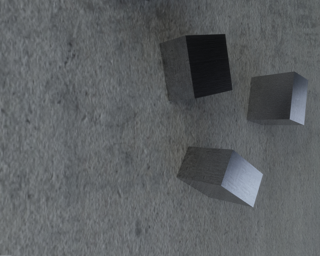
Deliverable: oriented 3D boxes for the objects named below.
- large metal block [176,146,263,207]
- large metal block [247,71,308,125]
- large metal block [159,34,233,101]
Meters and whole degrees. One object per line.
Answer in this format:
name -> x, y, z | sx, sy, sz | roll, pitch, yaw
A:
large metal block -> 0.086, 0.069, 0.443 | 0.080, 0.080, 0.050 | 36, 68, -35
large metal block -> 0.206, -0.049, 0.545 | 0.050, 0.080, 0.080 | 14, 81, -40
large metal block -> 0.052, -0.085, 0.434 | 0.081, 0.050, 0.079 | -16, 101, -39
